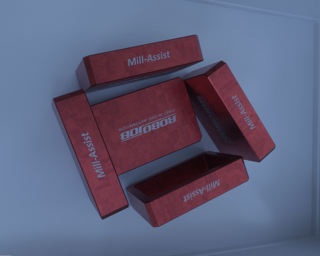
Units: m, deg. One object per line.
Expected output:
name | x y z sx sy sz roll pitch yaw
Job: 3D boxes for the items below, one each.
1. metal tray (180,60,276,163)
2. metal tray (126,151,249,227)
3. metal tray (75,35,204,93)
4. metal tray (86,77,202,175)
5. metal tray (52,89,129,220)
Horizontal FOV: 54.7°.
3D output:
metal tray | 0.083 -0.019 0.407 0.030 0.090 0.130 -38 103 -15
metal tray | 0.031 0.069 0.387 0.131 0.090 0.030 -22 98 -19
metal tray | -0.027 -0.073 0.364 0.131 0.090 0.030 -17 96 -20
metal tray | -0.019 -0.004 0.399 0.131 0.030 0.090 -21 97 -19
metal tray | -0.081 0.027 0.344 0.030 0.090 0.129 -23 98 -19
